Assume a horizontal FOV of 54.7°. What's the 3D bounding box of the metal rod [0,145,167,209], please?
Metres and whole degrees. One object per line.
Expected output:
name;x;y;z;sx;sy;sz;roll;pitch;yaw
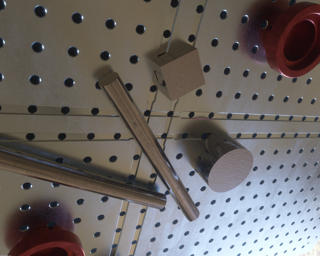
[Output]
metal rod;-0.107;0.063;0.391;0.301;0.025;0.025;25;105;-37

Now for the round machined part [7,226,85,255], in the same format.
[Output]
round machined part;-0.157;0.174;0.422;0.099;0.042;0.097;-14;124;-21

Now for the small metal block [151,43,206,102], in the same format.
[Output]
small metal block;0.024;-0.069;0.382;0.050;0.025;0.050;-28;128;-10

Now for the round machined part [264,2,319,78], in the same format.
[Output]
round machined part;0.184;-0.122;0.425;0.099;0.042;0.097;-14;124;-21

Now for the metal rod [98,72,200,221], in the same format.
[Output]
metal rod;-0.001;0.047;0.439;0.025;0.025;0.299;-34;129;-6

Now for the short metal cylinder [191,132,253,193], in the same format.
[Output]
short metal cylinder;0.096;0.052;0.479;0.081;0.050;0.079;-14;124;-21
